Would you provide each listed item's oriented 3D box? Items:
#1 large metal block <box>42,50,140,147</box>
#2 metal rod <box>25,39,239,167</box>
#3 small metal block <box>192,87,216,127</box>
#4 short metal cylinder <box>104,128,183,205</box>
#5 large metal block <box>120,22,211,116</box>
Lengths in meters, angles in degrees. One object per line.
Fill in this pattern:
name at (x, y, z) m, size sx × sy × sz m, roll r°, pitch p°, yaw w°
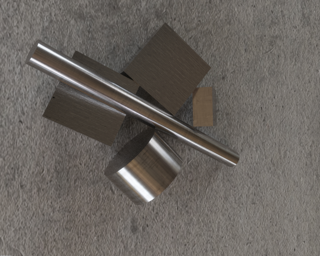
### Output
large metal block at (-0.082, -0.032, 0.367) m, size 0.080 × 0.050 × 0.080 m, roll 26°, pitch 81°, yaw -18°
metal rod at (-0.005, -0.012, 0.365) m, size 0.301 × 0.025 × 0.025 m, roll 27°, pitch 81°, yaw -35°
small metal block at (0.061, -0.028, 0.417) m, size 0.025 × 0.050 × 0.050 m, roll -1°, pitch 91°, yaw 16°
short metal cylinder at (-0.020, 0.045, 0.373) m, size 0.080 × 0.080 × 0.050 m, roll -46°, pitch 105°, yaw -14°
large metal block at (0.003, -0.071, 0.396) m, size 0.080 × 0.050 × 0.080 m, roll 41°, pitch 77°, yaw -16°
